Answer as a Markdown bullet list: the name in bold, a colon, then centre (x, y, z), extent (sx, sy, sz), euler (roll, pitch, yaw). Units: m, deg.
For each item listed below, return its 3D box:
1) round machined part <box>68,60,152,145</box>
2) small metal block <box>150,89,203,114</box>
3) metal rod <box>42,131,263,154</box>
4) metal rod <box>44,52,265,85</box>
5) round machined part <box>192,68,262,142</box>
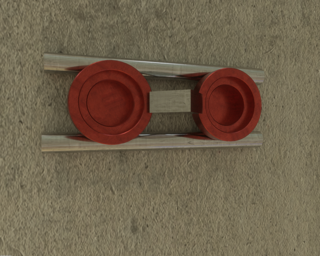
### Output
- **round machined part**: centre (-0.061, -0.029, 0.374), extent (0.099, 0.042, 0.097), euler (0, 90, -20)
- **small metal block**: centre (0.021, -0.030, 0.377), extent (0.050, 0.050, 0.025), euler (0, 90, 23)
- **metal rod**: centre (0.005, 0.017, 0.412), extent (0.302, 0.025, 0.025), euler (0, 90, -20)
- **metal rod**: centre (0.007, -0.076, 0.412), extent (0.302, 0.025, 0.025), euler (0, 90, -20)
- **round machined part**: centre (0.087, -0.031, 0.428), extent (0.099, 0.042, 0.097), euler (0, 90, -20)
